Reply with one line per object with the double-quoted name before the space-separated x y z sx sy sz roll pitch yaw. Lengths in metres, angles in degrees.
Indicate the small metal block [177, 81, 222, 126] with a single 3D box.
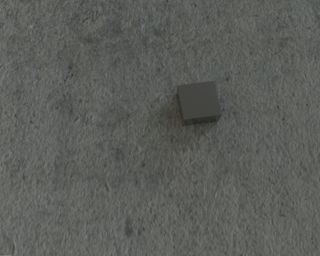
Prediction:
"small metal block" 0.052 -0.033 0.421 0.050 0.025 0.050 -8 70 -3
